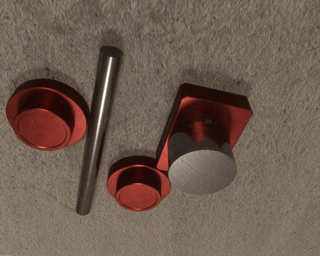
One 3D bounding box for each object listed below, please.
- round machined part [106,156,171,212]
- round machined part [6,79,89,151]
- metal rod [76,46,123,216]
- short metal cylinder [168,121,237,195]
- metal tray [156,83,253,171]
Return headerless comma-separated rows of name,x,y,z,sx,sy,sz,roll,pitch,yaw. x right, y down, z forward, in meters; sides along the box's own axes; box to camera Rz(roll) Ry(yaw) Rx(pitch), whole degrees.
round machined part,-0.032,0.091,0.473,0.099,0.042,0.097,-1,130,0
round machined part,-0.141,-0.009,0.386,0.099,0.042,0.097,-1,130,0
metal rod,-0.091,0.027,0.428,0.025,0.025,0.298,11,129,-10
short metal cylinder,0.050,0.038,0.384,0.081,0.050,0.079,0,130,0
metal tray,0.053,0.009,0.413,0.091,0.030,0.129,11,129,-10
